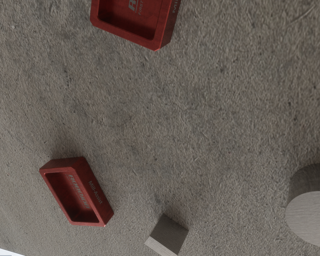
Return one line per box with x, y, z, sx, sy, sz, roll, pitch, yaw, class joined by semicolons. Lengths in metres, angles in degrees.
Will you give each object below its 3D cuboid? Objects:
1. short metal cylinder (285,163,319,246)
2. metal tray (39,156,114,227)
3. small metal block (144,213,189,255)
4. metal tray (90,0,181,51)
0.186;0.086;0.346;0.080;0.050;0.079;13;124;21;short metal cylinder
-0.148;0.116;0.552;0.090;0.030;0.129;-9;114;32;metal tray
0.011;0.173;0.492;0.050;0.050;0.025;33;129;6;small metal block
-0.021;-0.156;0.317;0.090;0.030;0.129;25;127;12;metal tray
